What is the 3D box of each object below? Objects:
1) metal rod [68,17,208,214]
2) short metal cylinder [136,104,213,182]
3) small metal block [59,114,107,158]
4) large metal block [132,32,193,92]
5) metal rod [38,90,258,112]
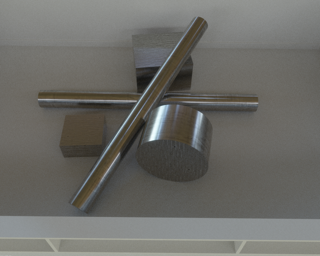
[{"bbox_3d":[-0.015,-0.032,0.389,0.025,0.025,0.300,24,67,18],"label":"metal rod"},{"bbox_3d":[0.017,0.019,0.354,0.080,0.080,0.050,9,51,7],"label":"short metal cylinder"},{"bbox_3d":[-0.096,0.009,0.396,0.050,0.025,0.050,-2,50,-2],"label":"small metal block"},{"bbox_3d":[0.002,-0.101,0.473,0.081,0.050,0.080,-5,50,-5],"label":"large metal block"},{"bbox_3d":[-0.016,-0.038,0.436,0.302,0.025,0.025,1,50,0],"label":"metal rod"}]
